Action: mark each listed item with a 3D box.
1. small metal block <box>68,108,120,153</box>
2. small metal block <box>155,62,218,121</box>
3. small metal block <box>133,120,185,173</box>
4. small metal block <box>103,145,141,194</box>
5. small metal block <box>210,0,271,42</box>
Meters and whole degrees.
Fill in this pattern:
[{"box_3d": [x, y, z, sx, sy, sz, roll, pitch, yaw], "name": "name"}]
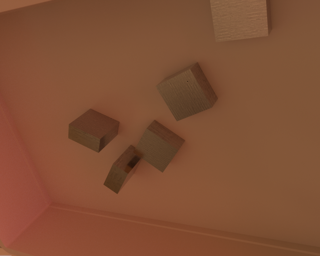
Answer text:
[{"box_3d": [-0.094, 0.003, 0.442, 0.050, 0.050, 0.025, 24, 127, 13], "name": "small metal block"}, {"box_3d": [0.032, -0.042, 0.365, 0.050, 0.025, 0.050, -22, 107, 35], "name": "small metal block"}, {"box_3d": [-0.002, 0.025, 0.424, 0.050, 0.025, 0.050, 35, 129, 5], "name": "small metal block"}, {"box_3d": [-0.053, 0.061, 0.456, 0.025, 0.050, 0.050, 33, 129, 6], "name": "small metal block"}, {"box_3d": [0.078, -0.113, 0.297, 0.050, 0.025, 0.050, 1, 119, 27], "name": "small metal block"}]
